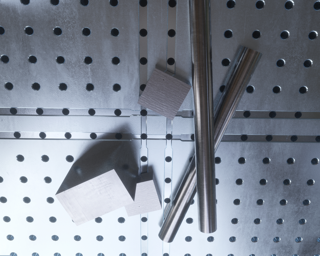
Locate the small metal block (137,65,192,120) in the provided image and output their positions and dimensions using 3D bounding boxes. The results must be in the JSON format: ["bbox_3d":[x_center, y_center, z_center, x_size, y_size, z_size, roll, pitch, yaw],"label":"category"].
[{"bbox_3d":[0.005,-0.045,0.397,0.050,0.025,0.050,26,108,-9],"label":"small metal block"}]

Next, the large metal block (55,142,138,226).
[{"bbox_3d":[-0.078,0.071,0.409,0.080,0.080,0.050,-25,108,9],"label":"large metal block"}]

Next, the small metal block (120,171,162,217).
[{"bbox_3d":[-0.028,0.095,0.448,0.050,0.025,0.050,-14,110,5],"label":"small metal block"}]

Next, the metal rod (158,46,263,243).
[{"bbox_3d":[0.062,0.036,0.426,0.025,0.025,0.298,19,109,-7],"label":"metal rod"}]

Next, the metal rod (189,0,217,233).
[{"bbox_3d":[0.055,-0.008,0.390,0.025,0.025,0.298,-4,102,1],"label":"metal rod"}]
